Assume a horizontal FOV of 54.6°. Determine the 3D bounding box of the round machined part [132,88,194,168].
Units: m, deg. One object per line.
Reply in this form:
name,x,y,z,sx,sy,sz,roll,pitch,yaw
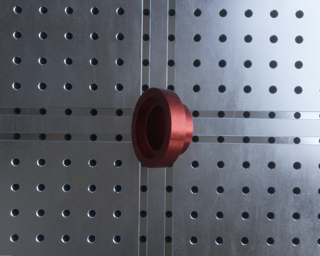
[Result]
round machined part,0.005,0.000,0.386,0.042,0.098,0.097,3,90,-31
